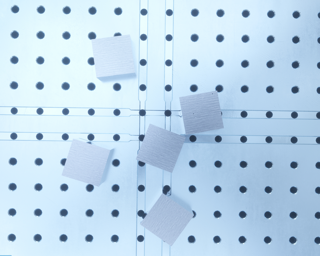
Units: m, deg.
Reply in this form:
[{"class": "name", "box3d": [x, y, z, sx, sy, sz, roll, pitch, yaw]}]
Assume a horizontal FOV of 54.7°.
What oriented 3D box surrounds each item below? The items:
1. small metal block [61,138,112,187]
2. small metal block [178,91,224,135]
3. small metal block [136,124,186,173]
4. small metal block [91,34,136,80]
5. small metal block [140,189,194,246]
[{"class": "small metal block", "box3d": [-0.096, 0.045, 0.412, 0.050, 0.025, 0.050, 17, 90, -1]}, {"class": "small metal block", "box3d": [0.054, -0.020, 0.414, 0.050, 0.025, 0.050, -10, 90, -1]}, {"class": "small metal block", "box3d": [0.001, 0.026, 0.413, 0.050, 0.025, 0.050, 21, 90, -1]}, {"class": "small metal block", "box3d": [-0.061, -0.093, 0.413, 0.050, 0.025, 0.050, -8, 90, -1]}, {"class": "small metal block", "box3d": [0.009, 0.119, 0.414, 0.050, 0.025, 0.050, 36, 90, -1]}]
